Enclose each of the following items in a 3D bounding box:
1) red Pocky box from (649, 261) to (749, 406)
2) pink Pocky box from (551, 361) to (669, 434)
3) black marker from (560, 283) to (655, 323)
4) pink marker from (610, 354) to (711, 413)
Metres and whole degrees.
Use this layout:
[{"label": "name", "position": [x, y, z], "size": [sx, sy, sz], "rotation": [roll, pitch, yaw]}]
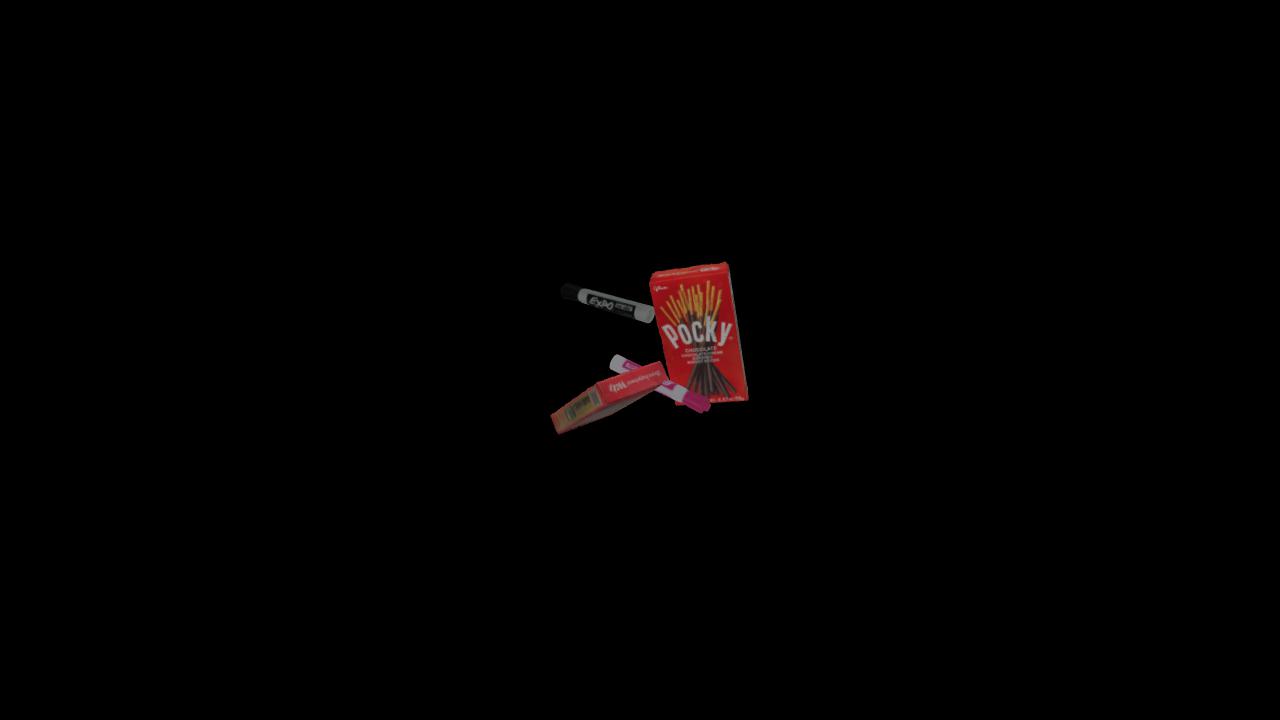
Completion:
[{"label": "red Pocky box", "position": [0.064, -0.023, 0.652], "size": [0.083, 0.155, 0.028], "rotation": [-5, 28, 16]}, {"label": "pink Pocky box", "position": [-0.038, 0.045, 0.705], "size": [0.084, 0.029, 0.155], "rotation": [-19, -8, -31]}, {"label": "black marker", "position": [-0.039, -0.064, 0.675], "size": [0.121, 0.020, 0.020], "rotation": [19, 9, 29]}, {"label": "pink marker", "position": [0.022, 0.026, 0.664], "size": [0.121, 0.020, 0.020], "rotation": [26, 10, 21]}]
